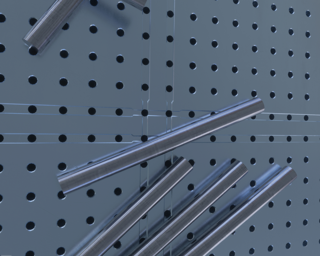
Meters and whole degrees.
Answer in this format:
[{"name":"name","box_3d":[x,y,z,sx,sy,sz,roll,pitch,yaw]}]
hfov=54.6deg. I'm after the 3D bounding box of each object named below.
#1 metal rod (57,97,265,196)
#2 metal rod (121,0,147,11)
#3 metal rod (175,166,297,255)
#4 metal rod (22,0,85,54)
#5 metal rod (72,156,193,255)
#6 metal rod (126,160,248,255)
[{"name":"metal rod","box_3d":[0.015,0.017,0.417,0.302,0.025,0.025,-21,97,-19]},{"name":"metal rod","box_3d":[-0.150,-0.213,0.338,0.301,0.025,0.025,25,82,-12]},{"name":"metal rod","box_3d":[0.084,0.149,0.443,0.301,0.025,0.025,-33,101,-17]},{"name":"metal rod","box_3d":[-0.065,-0.215,0.388,0.025,0.025,0.300,38,78,-16]},{"name":"metal rod","box_3d":[-0.073,0.143,0.385,0.301,0.025,0.025,-41,103,-15]},{"name":"metal rod","box_3d":[0.005,0.144,0.414,0.301,0.025,0.025,-37,102,-16]}]
